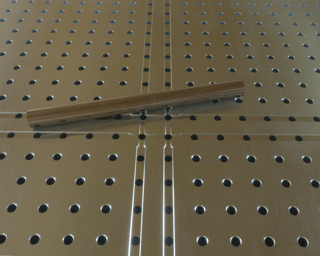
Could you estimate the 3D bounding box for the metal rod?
[{"bbox_3d":[-0.027,-0.036,0.437,0.302,0.025,0.025,-9,51,-8],"label":"metal rod"}]
